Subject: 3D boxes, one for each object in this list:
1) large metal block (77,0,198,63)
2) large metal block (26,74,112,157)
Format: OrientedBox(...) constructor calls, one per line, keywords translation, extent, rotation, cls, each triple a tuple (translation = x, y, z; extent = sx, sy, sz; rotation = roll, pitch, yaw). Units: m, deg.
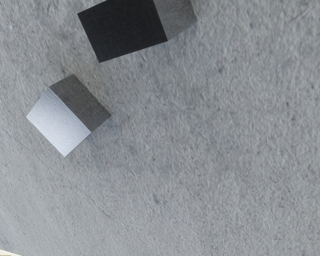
OrientedBox(translation=(-0.019, -0.111, 0.312), extent=(0.080, 0.080, 0.050), rotation=(-9, 114, 32), cls="large metal block")
OrientedBox(translation=(-0.132, -0.017, 0.447), extent=(0.080, 0.050, 0.080), rotation=(48, 128, -6), cls="large metal block")
